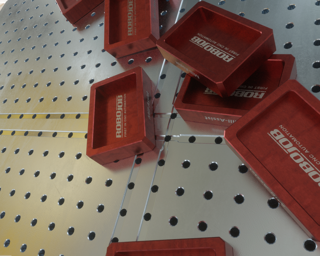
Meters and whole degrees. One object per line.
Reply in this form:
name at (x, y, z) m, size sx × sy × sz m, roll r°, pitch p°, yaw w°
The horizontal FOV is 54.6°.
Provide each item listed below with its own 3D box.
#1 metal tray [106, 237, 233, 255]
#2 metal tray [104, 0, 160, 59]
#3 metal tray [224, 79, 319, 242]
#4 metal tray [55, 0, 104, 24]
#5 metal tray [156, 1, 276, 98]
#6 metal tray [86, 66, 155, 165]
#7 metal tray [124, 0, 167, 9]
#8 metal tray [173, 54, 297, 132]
metal tray at (0.006, 0.159, 0.304) m, size 0.130 × 0.030 × 0.090 m, roll -11°, pitch 57°, yaw 22°
metal tray at (-0.049, -0.192, 0.528) m, size 0.090 × 0.030 × 0.130 m, roll -10°, pitch 71°, yaw 24°
metal tray at (0.136, 0.028, 0.294) m, size 0.090 × 0.030 × 0.130 m, roll -39°, pitch 67°, yaw 1°
metal tray at (-0.183, -0.294, 0.683) m, size 0.090 × 0.030 × 0.130 m, roll -35°, pitch 51°, yaw 4°
metal tray at (0.067, -0.105, 0.396) m, size 0.090 × 0.030 × 0.130 m, roll -44°, pitch 51°, yaw -3°
metal tray at (-0.057, -0.020, 0.448) m, size 0.090 × 0.030 × 0.130 m, roll -17°, pitch 55°, yaw 18°
metal tray at (-0.014, -0.293, 0.594) m, size 0.090 × 0.030 × 0.130 m, roll -2°, pitch 61°, yaw 27°
metal tray at (0.092, -0.048, 0.386) m, size 0.130 × 0.030 × 0.090 m, roll 9°, pitch 66°, yaw 32°
